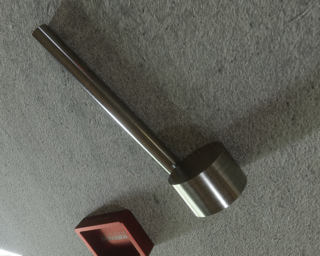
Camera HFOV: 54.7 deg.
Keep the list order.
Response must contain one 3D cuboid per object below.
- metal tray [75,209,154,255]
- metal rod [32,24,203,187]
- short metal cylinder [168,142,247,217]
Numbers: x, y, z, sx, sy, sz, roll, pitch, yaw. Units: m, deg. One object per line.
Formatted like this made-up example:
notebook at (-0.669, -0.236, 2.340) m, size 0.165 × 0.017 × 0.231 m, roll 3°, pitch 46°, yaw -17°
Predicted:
metal tray at (-0.086, 0.202, 0.571) m, size 0.130 × 0.030 × 0.090 m, roll -21°, pitch 108°, yaw 35°
metal rod at (-0.054, -0.021, 0.420) m, size 0.300 × 0.025 × 0.025 m, roll 45°, pitch 129°, yaw -4°
short metal cylinder at (0.057, 0.061, 0.378) m, size 0.080 × 0.080 × 0.050 m, roll -29°, pitch 102°, yaw 37°
